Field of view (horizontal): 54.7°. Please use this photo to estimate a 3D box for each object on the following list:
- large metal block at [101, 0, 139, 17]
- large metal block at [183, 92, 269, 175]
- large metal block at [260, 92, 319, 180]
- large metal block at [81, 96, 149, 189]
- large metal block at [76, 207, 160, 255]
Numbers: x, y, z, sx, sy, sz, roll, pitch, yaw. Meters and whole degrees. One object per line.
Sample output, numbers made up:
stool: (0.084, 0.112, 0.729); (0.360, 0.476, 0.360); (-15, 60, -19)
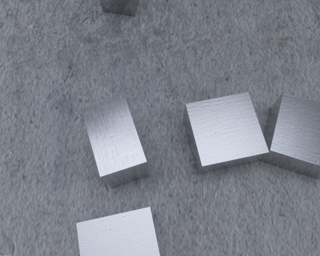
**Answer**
large metal block: (-0.057, -0.229, 0.462); (0.050, 0.080, 0.080); (10, 70, 3)
large metal block: (0.079, 0.008, 0.393); (0.081, 0.050, 0.080); (-11, 71, -5)
large metal block: (0.179, 0.011, 0.393); (0.080, 0.050, 0.080); (18, 71, 6)
large metal block: (-0.051, 0.021, 0.371); (0.050, 0.080, 0.080); (-18, 71, -7)
large metal block: (-0.042, 0.139, 0.344); (0.081, 0.050, 0.080); (-11, 71, -5)
